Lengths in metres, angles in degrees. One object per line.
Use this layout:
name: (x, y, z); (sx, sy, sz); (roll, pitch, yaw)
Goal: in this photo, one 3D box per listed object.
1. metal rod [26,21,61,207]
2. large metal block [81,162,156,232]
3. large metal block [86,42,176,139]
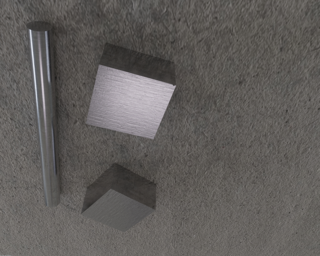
metal rod: (-0.150, 0.008, 0.412); (0.025, 0.025, 0.298); (8, 130, -7)
large metal block: (-0.063, 0.111, 0.484); (0.080, 0.050, 0.080); (32, 123, -25)
large metal block: (-0.034, -0.041, 0.356); (0.081, 0.050, 0.079); (14, 129, -12)
